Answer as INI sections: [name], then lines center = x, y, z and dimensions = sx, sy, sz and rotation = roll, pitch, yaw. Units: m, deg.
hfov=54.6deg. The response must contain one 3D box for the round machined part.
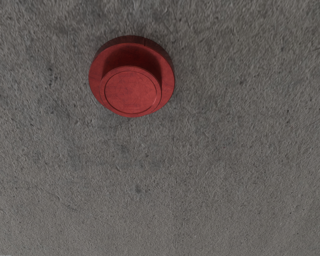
[round machined part]
center = -0.032, -0.051, 0.352
dimensions = 0.099, 0.042, 0.097
rotation = 0, 130, 0
